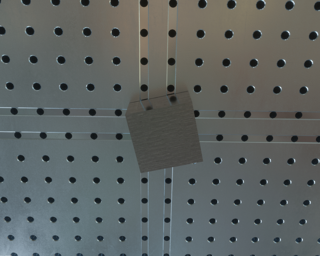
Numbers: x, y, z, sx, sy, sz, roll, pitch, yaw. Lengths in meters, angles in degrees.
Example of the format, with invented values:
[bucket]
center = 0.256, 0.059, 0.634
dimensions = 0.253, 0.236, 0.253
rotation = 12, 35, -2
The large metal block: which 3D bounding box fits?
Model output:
[large metal block]
center = 0.006, 0.004, 0.401
dimensions = 0.080, 0.050, 0.080
rotation = -11, 110, 4
